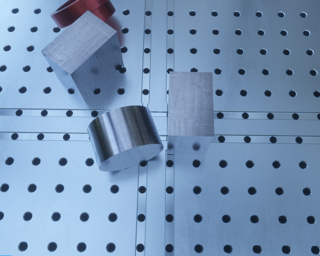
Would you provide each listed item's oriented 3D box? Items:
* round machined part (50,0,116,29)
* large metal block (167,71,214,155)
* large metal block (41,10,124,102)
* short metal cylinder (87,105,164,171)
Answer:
[{"bbox_3d":[-0.104,-0.170,0.446,0.098,0.042,0.098,-24,32,16],"label":"round machined part"},{"bbox_3d":[0.035,-0.015,0.388,0.050,0.080,0.080,2,70,1],"label":"large metal block"},{"bbox_3d":[-0.098,-0.093,0.415,0.050,0.080,0.080,39,75,12],"label":"large metal block"},{"bbox_3d":[-0.042,0.014,0.377,0.080,0.080,0.050,-19,71,-7],"label":"short metal cylinder"}]
